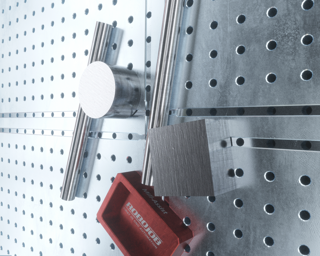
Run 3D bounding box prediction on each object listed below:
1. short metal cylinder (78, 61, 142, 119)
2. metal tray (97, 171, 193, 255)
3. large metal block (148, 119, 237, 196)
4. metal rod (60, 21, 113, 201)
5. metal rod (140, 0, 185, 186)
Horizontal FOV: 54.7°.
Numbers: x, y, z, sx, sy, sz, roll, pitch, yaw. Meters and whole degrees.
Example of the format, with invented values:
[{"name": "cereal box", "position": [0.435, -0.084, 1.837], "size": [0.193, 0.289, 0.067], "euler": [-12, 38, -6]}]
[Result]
[{"name": "short metal cylinder", "position": [-0.074, -0.053, 0.451], "size": [0.080, 0.050, 0.079], "euler": [0, 90, 39]}, {"name": "metal tray", "position": [-0.027, 0.133, 0.425], "size": [0.130, 0.030, 0.089], "euler": [42, 115, 31]}, {"name": "large metal block", "position": [0.036, 0.035, 0.362], "size": [0.080, 0.050, 0.080], "euler": [-10, 84, 39]}, {"name": "metal rod", "position": [-0.123, -0.020, 0.507], "size": [0.025, 0.025, 0.298], "euler": [24, 105, 37]}, {"name": "metal rod", "position": [0.007, -0.073, 0.401], "size": [0.025, 0.025, 0.298], "euler": [13, 98, 39]}]
